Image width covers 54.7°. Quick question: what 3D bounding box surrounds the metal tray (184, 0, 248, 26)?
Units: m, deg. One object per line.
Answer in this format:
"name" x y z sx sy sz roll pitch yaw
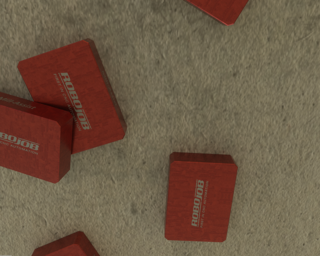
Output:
"metal tray" 0.047 -0.185 0.340 0.131 0.030 0.090 28 107 -10

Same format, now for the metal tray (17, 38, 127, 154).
"metal tray" -0.106 -0.037 0.392 0.090 0.030 0.129 -17 110 6

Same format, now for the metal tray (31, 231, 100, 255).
"metal tray" -0.133 0.235 0.491 0.090 0.030 0.129 -24 109 8

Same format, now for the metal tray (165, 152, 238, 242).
"metal tray" 0.055 0.101 0.445 0.091 0.030 0.129 3 110 -2

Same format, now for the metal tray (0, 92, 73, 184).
"metal tray" -0.177 0.009 0.385 0.131 0.030 0.089 16 118 7
